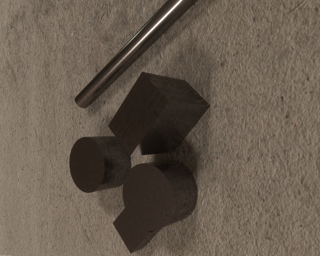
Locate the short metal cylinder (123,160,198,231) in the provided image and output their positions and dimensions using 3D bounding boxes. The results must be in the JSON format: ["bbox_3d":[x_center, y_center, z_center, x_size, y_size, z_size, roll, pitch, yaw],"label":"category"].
[{"bbox_3d":[-0.001,0.082,0.387,0.080,0.050,0.079,0,90,39],"label":"short metal cylinder"}]

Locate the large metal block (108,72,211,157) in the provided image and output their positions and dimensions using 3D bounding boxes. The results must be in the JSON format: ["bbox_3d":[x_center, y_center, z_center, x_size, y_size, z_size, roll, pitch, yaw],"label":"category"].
[{"bbox_3d":[0.000,-0.014,0.368,0.050,0.081,0.080,51,120,27],"label":"large metal block"}]

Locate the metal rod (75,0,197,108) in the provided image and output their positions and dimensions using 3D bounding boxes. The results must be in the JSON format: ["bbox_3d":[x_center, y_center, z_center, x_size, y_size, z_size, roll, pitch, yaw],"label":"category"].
[{"bbox_3d":[-0.028,-0.117,0.425,0.299,0.025,0.025,-36,68,33],"label":"metal rod"}]

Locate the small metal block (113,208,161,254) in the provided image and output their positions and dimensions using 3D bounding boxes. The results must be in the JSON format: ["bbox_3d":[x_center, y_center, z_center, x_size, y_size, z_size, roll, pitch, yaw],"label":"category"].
[{"bbox_3d":[-0.032,0.135,0.429,0.050,0.025,0.050,51,120,27],"label":"small metal block"}]

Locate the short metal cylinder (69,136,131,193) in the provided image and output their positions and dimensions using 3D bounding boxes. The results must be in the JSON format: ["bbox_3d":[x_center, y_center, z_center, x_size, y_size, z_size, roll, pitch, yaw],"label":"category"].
[{"bbox_3d":[-0.089,0.052,0.460,0.080,0.050,0.079,0,90,39],"label":"short metal cylinder"}]
